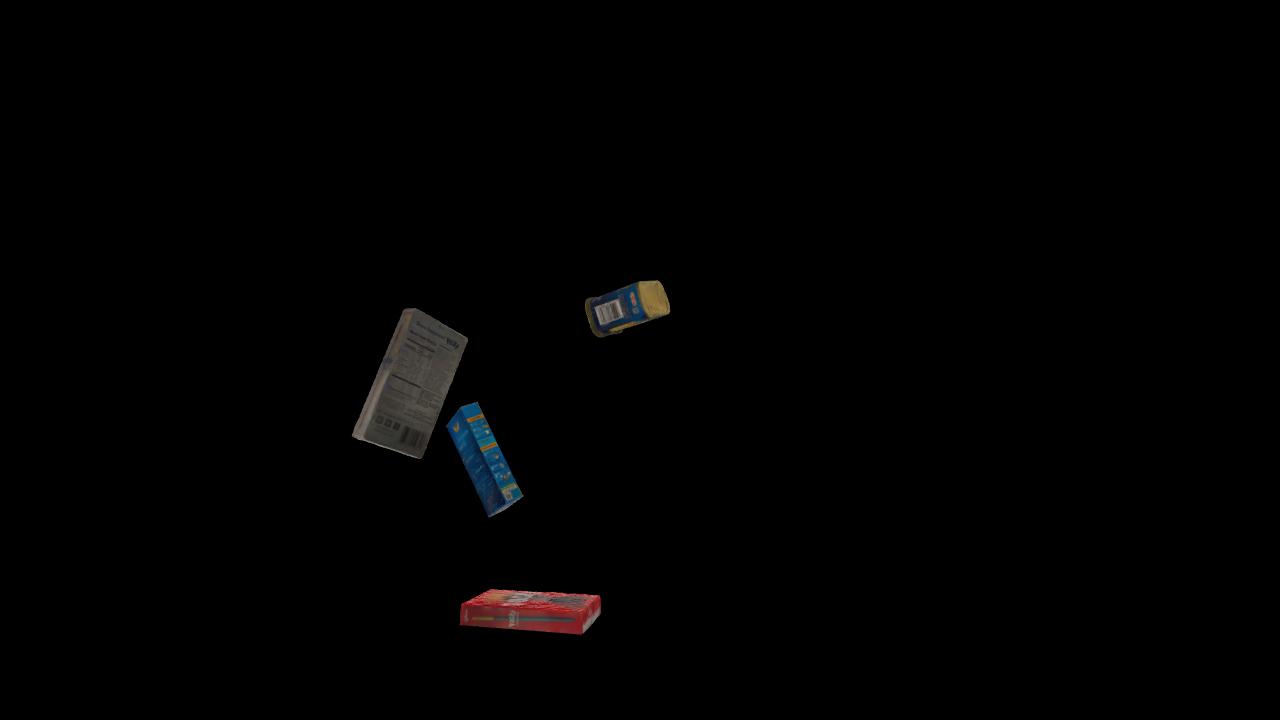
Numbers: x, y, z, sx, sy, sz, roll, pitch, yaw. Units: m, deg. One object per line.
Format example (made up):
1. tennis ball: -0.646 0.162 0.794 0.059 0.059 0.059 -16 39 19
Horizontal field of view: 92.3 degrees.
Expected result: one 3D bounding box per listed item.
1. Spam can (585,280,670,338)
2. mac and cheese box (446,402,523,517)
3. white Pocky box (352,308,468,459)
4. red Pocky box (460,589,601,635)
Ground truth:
1. Spam can: -0.015 -0.074 0.865 0.085 0.058 0.101 -17 2 24
2. mac and cheese box: -0.273 0.174 1.071 0.041 0.184 0.093 -19 -15 -39
3. white Pocky box: -0.258 0.027 0.699 0.028 0.154 0.084 3 -22 35
4. red Pocky box: -0.132 0.307 0.755 0.155 0.028 0.083 -1 -7 11
